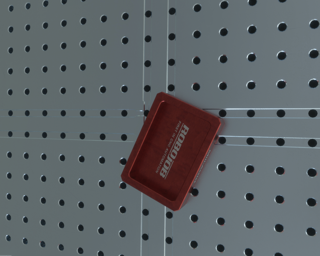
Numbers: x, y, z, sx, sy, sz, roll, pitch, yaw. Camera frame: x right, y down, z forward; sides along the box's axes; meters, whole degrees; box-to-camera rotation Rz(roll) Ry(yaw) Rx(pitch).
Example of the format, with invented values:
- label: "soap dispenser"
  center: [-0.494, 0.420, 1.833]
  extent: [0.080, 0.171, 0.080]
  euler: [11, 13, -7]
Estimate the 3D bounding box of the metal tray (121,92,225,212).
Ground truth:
- label: "metal tray"
  center: [0.015, 0.029, 0.404]
  extent: [0.090, 0.030, 0.129]
  euler: [27, 99, 18]
